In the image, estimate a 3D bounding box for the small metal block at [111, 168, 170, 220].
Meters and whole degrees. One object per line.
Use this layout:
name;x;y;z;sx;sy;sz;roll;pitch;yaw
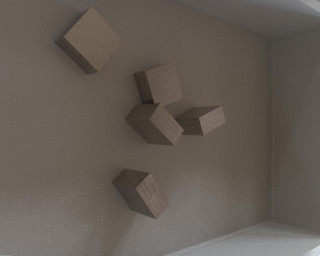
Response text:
small metal block;-0.024;0.078;0.373;0.025;0.050;0.050;-45;117;-31

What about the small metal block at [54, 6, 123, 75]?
small metal block;-0.078;-0.096;0.343;0.050;0.025;0.050;46;62;-31

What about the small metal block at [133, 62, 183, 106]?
small metal block;-0.002;-0.055;0.407;0.050;0.025;0.050;-26;107;-37

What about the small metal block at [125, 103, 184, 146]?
small metal block;-0.007;-0.004;0.386;0.050;0.050;0.025;47;62;-30

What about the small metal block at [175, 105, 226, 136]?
small metal block;0.056;-0.011;0.439;0.050;0.050;0.025;-27;108;-37
